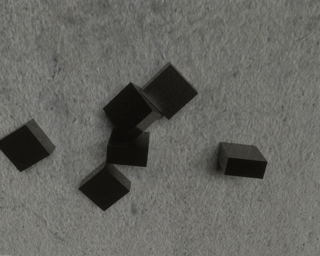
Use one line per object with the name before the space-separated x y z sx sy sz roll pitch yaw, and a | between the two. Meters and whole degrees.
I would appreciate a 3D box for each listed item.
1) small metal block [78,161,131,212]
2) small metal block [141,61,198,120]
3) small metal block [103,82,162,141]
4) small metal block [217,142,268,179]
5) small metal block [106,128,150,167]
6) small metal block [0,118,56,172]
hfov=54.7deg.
small metal block | -0.077 0.081 0.439 0.050 0.025 0.050 -40 106 13
small metal block | 0.012 -0.047 0.393 0.050 0.025 0.050 -42 105 13
small metal block | -0.035 -0.020 0.388 0.050 0.025 0.050 -42 67 12
small metal block | 0.108 0.042 0.414 0.050 0.050 0.025 7 110 -3
small metal block | -0.040 0.025 0.404 0.050 0.050 0.025 6 115 -3
small metal block | -0.179 0.023 0.416 0.050 0.025 0.050 -30 108 10
